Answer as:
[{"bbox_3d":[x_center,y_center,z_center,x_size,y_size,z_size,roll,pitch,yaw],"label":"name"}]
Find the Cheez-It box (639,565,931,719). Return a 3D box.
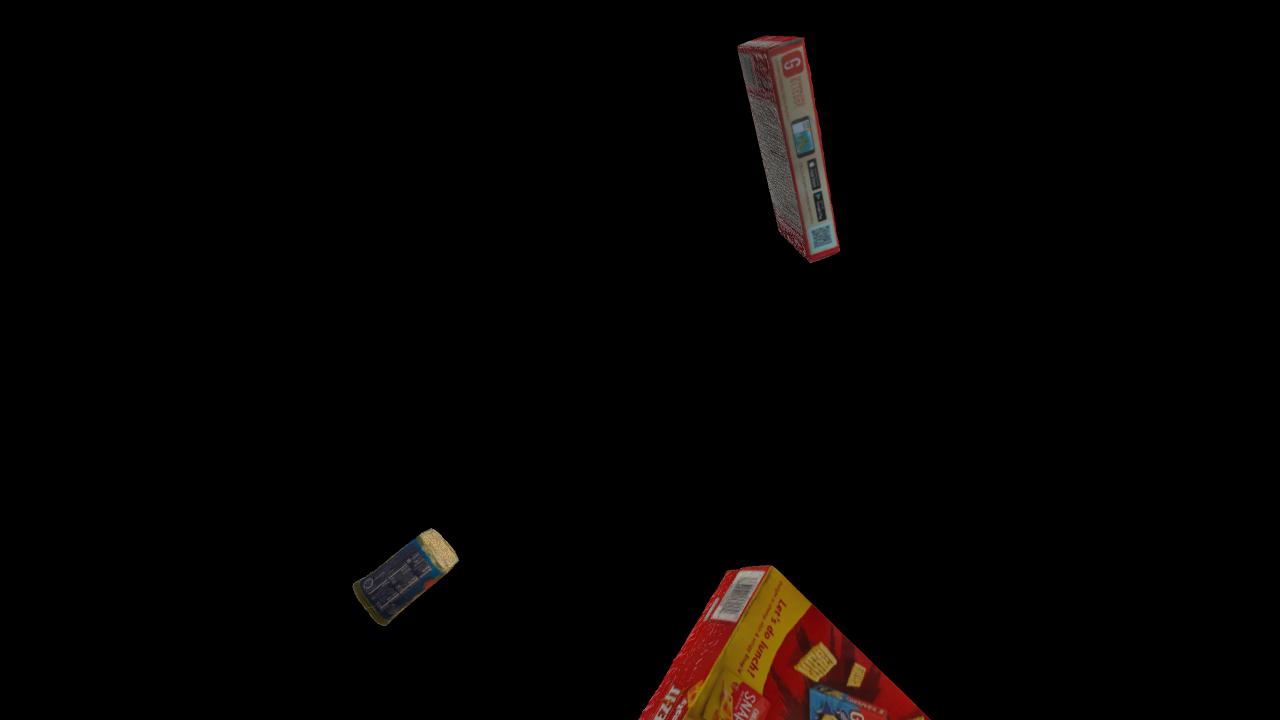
[{"bbox_3d":[0.119,0.291,0.457,0.166,0.223,0.071,-49,5,-31],"label":"Cheez-It box"}]

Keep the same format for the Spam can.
[{"bbox_3d":[-0.260,0.240,0.694,0.085,0.058,0.101,-39,-2,-12],"label":"Spam can"}]

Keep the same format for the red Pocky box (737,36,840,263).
[{"bbox_3d":[0.112,-0.158,0.461,0.028,0.155,0.083,-19,29,3],"label":"red Pocky box"}]
